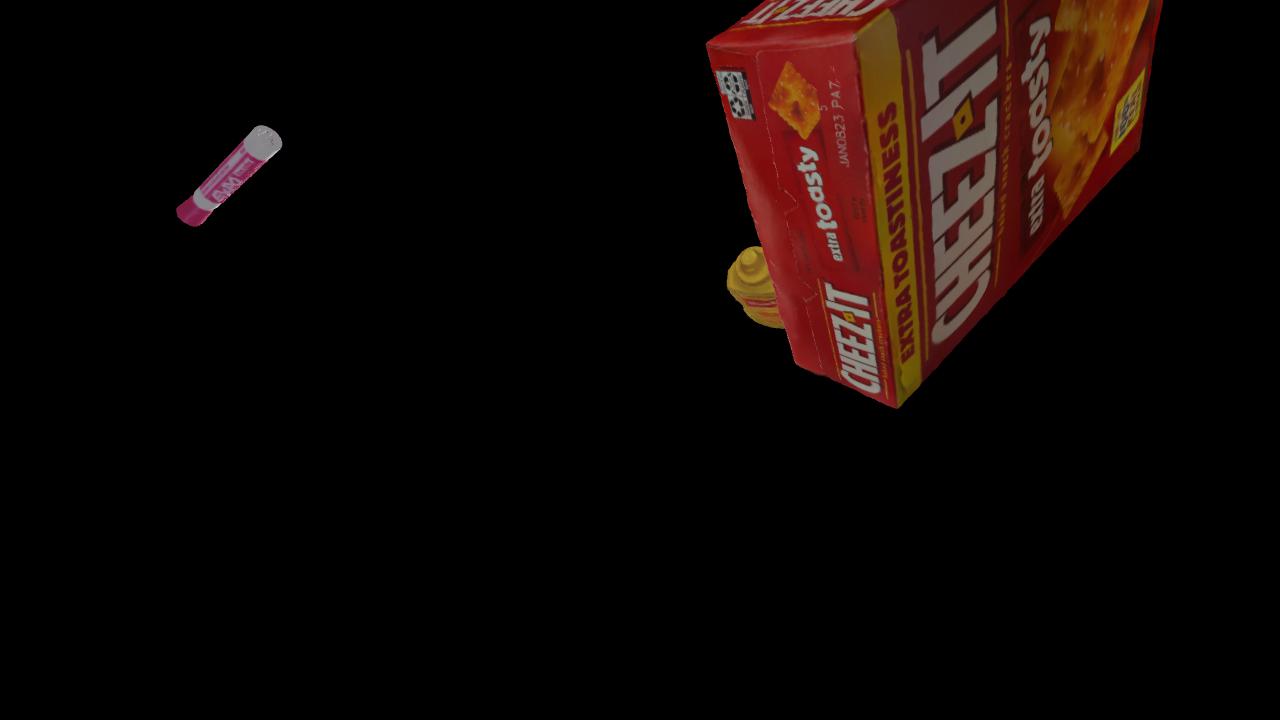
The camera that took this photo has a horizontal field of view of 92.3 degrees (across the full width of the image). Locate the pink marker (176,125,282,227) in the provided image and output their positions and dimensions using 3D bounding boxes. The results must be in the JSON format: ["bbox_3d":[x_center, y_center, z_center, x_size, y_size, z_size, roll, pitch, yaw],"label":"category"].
[{"bbox_3d":[-0.302,-0.131,0.448,0.121,0.020,0.020,-24,-12,28],"label":"pink marker"}]

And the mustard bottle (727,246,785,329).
[{"bbox_3d":[0.149,-0.087,0.720,0.092,0.054,0.184,12,-9,26],"label":"mustard bottle"}]

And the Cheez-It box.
[{"bbox_3d":[0.145,-0.112,0.272,0.223,0.166,0.071,-41,41,-17],"label":"Cheez-It box"}]
